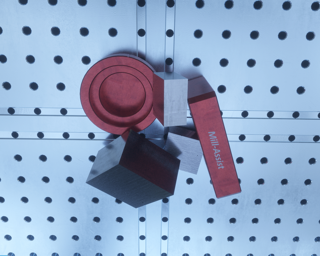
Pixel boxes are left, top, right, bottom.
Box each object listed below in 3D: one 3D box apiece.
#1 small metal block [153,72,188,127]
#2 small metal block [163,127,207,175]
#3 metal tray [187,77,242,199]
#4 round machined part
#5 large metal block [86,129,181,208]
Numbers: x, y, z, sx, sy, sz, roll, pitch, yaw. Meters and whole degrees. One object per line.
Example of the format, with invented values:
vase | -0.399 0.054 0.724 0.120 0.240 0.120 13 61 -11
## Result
small metal block | 0.010 -0.034 0.344 0.025 0.050 0.050 -5 109 -14
small metal block | 0.033 0.030 0.419 0.050 0.025 0.050 15 114 5
metal tray | 0.062 0.009 0.383 0.030 0.090 0.129 -17 110 6
round machined part | -0.046 -0.044 0.387 0.099 0.042 0.097 0 110 -1
large metal block | -0.034 0.056 0.396 0.080 0.050 0.080 34 139 -23
